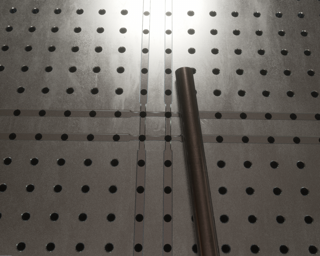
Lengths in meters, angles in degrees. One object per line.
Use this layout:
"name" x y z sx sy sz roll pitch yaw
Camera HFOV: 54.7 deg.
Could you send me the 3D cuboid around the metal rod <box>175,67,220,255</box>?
"metal rod" 0.048 0.059 0.390 0.025 0.025 0.299 -5 70 -2
